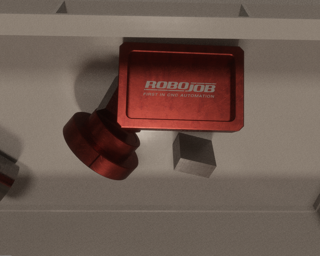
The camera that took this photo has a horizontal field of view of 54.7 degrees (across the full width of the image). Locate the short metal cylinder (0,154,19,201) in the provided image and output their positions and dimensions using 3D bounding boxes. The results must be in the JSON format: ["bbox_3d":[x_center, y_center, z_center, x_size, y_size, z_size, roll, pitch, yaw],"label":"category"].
[{"bbox_3d":[-0.245,0.073,0.431,0.080,0.080,0.050,-33,123,24],"label":"short metal cylinder"}]

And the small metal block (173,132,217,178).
[{"bbox_3d":[0.046,0.037,0.425,0.050,0.050,0.025,14,129,-12],"label":"small metal block"}]

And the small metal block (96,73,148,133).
[{"bbox_3d":[-0.038,-0.028,0.365,0.050,0.050,0.025,36,157,-27],"label":"small metal block"}]

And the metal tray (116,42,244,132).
[{"bbox_3d":[0.022,-0.042,0.334,0.131,0.089,0.030,2,175,-2],"label":"metal tray"}]

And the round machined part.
[{"bbox_3d":[-0.063,0.013,0.375,0.098,0.098,0.042,36,104,-27],"label":"round machined part"}]
